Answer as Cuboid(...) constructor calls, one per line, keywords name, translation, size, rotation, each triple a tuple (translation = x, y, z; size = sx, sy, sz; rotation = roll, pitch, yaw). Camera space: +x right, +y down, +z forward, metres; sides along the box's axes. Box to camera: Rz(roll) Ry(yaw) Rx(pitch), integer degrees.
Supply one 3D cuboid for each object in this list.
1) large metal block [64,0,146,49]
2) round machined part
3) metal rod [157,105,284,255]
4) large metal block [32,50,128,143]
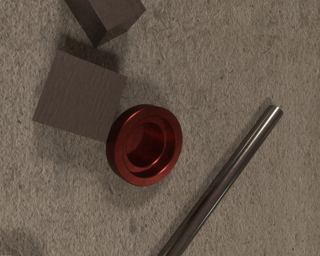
Cuboid(name="large metal block", translation=(-0.069, -0.147, 0.355), size=(0.050, 0.080, 0.080), rotation=(-35, 102, -17))
Cuboid(name="round machined part", translation=(-0.023, 0.018, 0.382), size=(0.099, 0.042, 0.097), rotation=(-11, 108, -35))
Cuboid(name="metal rod", translation=(0.085, 0.085, 0.441), size=(0.025, 0.025, 0.300), rotation=(44, 76, -15))
Cuboid(name="large metal block", translation=(-0.094, -0.033, 0.362), size=(0.081, 0.050, 0.080), rotation=(19, 84, -19))
